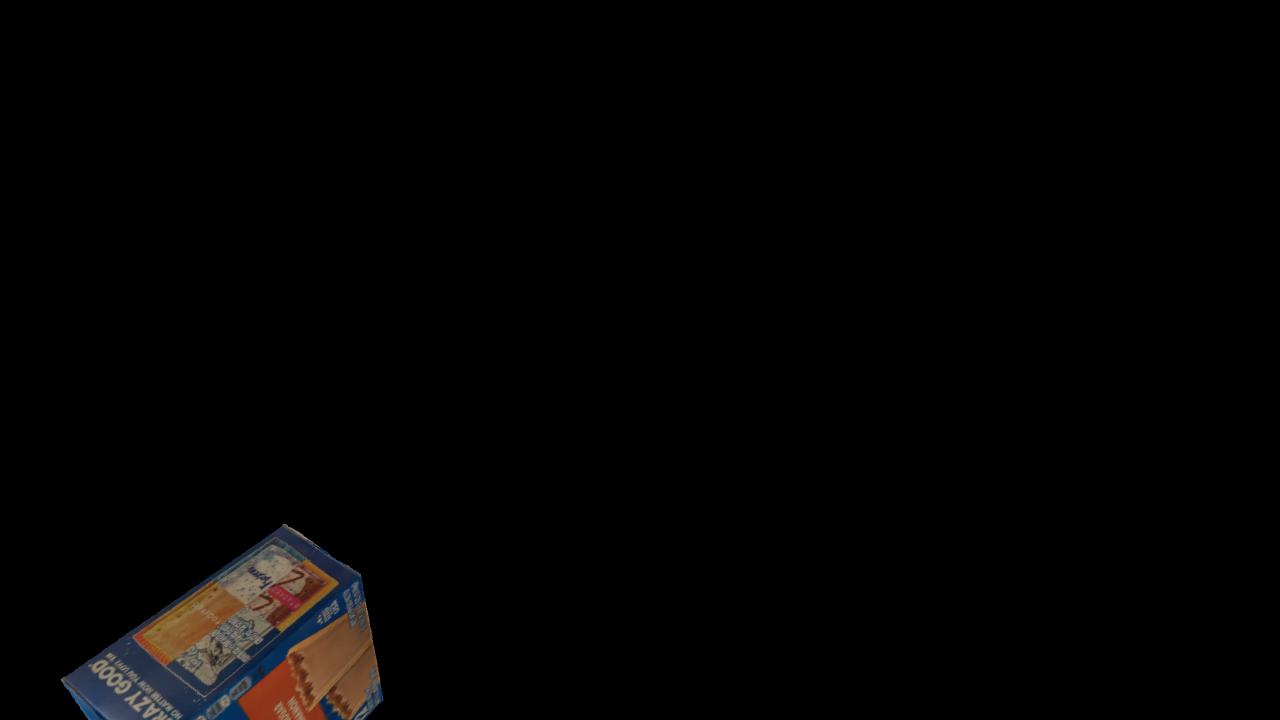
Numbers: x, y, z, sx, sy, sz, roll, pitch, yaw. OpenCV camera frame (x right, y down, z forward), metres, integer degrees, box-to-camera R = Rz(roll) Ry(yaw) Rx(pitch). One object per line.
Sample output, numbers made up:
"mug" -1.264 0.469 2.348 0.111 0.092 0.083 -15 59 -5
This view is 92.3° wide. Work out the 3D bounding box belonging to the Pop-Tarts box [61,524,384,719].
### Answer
"Pop-Tarts box" -0.268 0.231 0.428 0.083 0.167 0.141 22 35 20
